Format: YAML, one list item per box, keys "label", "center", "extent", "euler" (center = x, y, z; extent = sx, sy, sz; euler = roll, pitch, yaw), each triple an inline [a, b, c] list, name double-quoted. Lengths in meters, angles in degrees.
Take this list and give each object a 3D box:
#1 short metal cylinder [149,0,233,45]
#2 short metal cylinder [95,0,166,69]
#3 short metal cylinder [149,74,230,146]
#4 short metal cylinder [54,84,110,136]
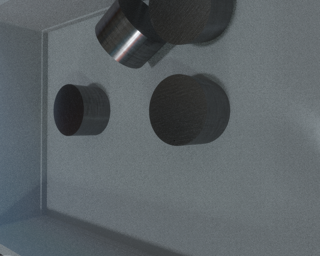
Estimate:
- label: "short metal cylinder"
  center: [0.034, -0.136, 0.350]
  extent: [0.080, 0.050, 0.079]
  euler: [14, 114, 35]
- label: "short metal cylinder"
  center: [-0.035, -0.124, 0.400]
  extent: [0.050, 0.081, 0.080]
  euler: [-38, 67, 33]
- label: "short metal cylinder"
  center: [0.034, -0.020, 0.363]
  extent: [0.080, 0.050, 0.080]
  euler: [0, 90, 40]
- label: "short metal cylinder"
  center: [-0.125, -0.028, 0.494]
  extent: [0.080, 0.050, 0.080]
  euler: [0, 90, 40]
